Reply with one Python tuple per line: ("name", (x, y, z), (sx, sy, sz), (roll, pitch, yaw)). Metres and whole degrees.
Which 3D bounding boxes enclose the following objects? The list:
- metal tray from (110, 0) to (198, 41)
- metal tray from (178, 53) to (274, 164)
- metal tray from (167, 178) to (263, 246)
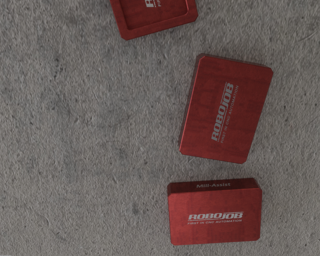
("metal tray", (-0.017, -0.173, 0.342), (0.090, 0.030, 0.129), (-15, 110, 5))
("metal tray", (0.080, -0.023, 0.399), (0.091, 0.030, 0.129), (10, 110, -4))
("metal tray", (0.078, 0.123, 0.453), (0.131, 0.030, 0.089), (-4, 110, 1))
